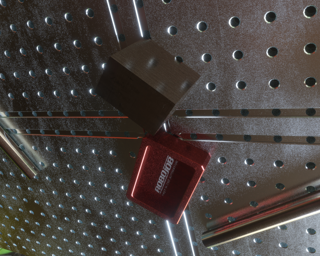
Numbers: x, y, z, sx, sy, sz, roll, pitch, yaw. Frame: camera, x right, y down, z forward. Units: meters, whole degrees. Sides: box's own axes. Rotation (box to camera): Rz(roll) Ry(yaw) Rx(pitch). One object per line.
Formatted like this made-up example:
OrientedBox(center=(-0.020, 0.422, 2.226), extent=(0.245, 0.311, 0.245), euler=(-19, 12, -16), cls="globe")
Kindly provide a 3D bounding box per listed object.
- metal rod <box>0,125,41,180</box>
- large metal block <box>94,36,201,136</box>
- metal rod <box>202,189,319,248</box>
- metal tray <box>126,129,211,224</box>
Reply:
OrientedBox(center=(-0.328, -0.026, 0.563), extent=(0.025, 0.025, 0.300), euler=(-30, 102, 37), cls="metal rod")
OrientedBox(center=(-0.012, -0.050, 0.350), extent=(0.080, 0.080, 0.050), euler=(37, 129, 3), cls="large metal block")
OrientedBox(center=(0.167, 0.102, 0.385), extent=(0.025, 0.025, 0.299), euler=(48, 128, -6), cls="metal rod")
OrientedBox(center=(0.007, 0.072, 0.447), extent=(0.090, 0.030, 0.129), euler=(27, 128, 11), cls="metal tray")
